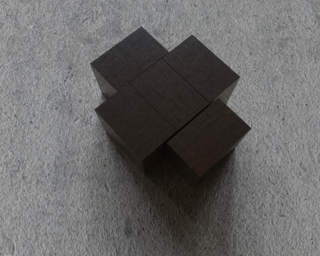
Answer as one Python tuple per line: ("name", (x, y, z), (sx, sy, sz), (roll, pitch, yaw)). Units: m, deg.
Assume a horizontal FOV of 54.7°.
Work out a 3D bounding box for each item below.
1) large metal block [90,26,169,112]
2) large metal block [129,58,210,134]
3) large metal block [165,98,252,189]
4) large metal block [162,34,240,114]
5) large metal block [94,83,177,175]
("large metal block", (-0.036, -0.070, 0.406), (0.080, 0.080, 0.050), (-40, 75, -13))
("large metal block", (0.010, -0.027, 0.390), (0.050, 0.080, 0.080), (-41, 75, -13))
("large metal block", (0.054, 0.022, 0.373), (0.080, 0.080, 0.050), (-40, 75, -13))
("large metal block", (0.048, -0.058, 0.403), (0.050, 0.080, 0.080), (-41, 75, -13))
("large metal block", (-0.028, 0.005, 0.379), (0.050, 0.080, 0.080), (-41, 75, -13))
